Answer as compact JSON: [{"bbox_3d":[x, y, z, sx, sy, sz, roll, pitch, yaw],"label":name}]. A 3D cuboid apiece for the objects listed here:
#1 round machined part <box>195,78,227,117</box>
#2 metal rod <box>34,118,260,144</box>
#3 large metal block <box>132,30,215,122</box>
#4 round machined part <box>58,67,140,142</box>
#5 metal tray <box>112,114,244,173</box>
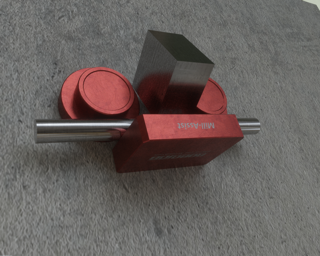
[{"bbox_3d":[0.057,-0.038,0.449,0.099,0.042,0.098,14,56,-21],"label":"round machined part"},{"bbox_3d":[0.007,0.000,0.384,0.303,0.025,0.025,-1,63,-29],"label":"metal rod"},{"bbox_3d":[0.012,-0.064,0.383,0.050,0.079,0.080,-2,39,-30],"label":"large metal block"},{"bbox_3d":[-0.070,-0.035,0.377,0.099,0.042,0.098,14,56,-21],"label":"round machined part"},{"bbox_3d":[0.020,0.019,0.364,0.131,0.090,0.030,-1,63,-29],"label":"metal tray"}]
